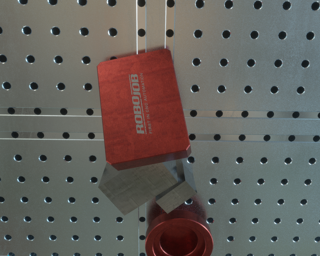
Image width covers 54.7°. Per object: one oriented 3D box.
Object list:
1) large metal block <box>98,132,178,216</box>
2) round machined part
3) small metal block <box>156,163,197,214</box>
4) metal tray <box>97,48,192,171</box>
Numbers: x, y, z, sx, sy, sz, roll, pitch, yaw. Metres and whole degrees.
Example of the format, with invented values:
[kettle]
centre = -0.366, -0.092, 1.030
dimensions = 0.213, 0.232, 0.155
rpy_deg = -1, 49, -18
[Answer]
[large metal block]
centre = -0.026, 0.053, 0.403
dimensions = 0.080, 0.080, 0.050
rpy_deg = -34, 107, 11
[round machined part]
centre = 0.028, 0.164, 0.465
dimensions = 0.099, 0.042, 0.097
rpy_deg = 0, 110, -1
[small metal block]
centre = 0.021, 0.083, 0.431
dimensions = 0.050, 0.050, 0.025
rpy_deg = -38, 106, 12
[metal tray]
centre = -0.020, -0.023, 0.360
dimensions = 0.090, 0.030, 0.130
rpy_deg = -11, 68, 3
